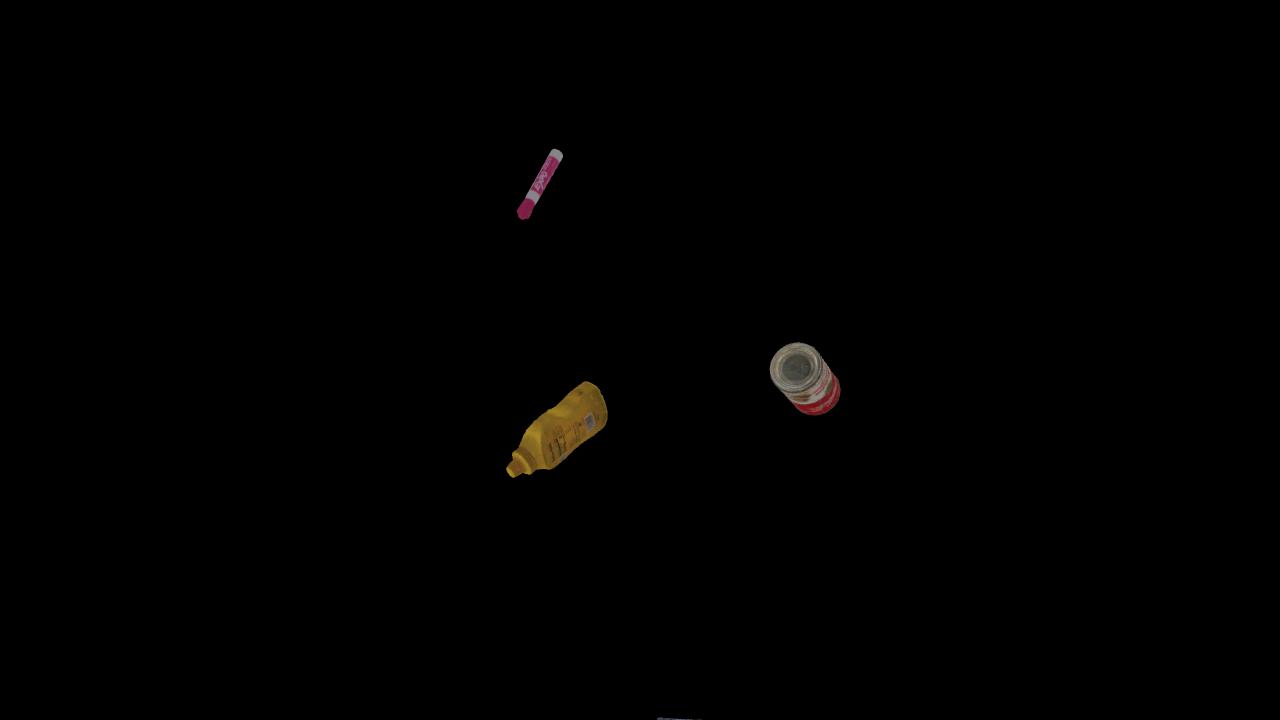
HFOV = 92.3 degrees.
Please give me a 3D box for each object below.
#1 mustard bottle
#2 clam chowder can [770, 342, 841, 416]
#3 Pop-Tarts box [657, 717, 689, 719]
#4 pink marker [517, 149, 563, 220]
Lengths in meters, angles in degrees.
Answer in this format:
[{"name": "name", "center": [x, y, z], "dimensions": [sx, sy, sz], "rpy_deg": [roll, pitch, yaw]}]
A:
[{"name": "mustard bottle", "center": [-0.128, 0.116, 0.932], "dimensions": [0.054, 0.092, 0.184], "rpy_deg": [28, 49, 30]}, {"name": "clam chowder can", "center": [0.213, 0.025, 0.792], "dimensions": [0.068, 0.068, 0.102], "rpy_deg": [0, -20, 31]}, {"name": "Pop-Tarts box", "center": [0.110, 0.299, 0.420], "dimensions": [0.141, 0.083, 0.167], "rpy_deg": [-17, -38, 28]}, {"name": "pink marker", "center": [-0.139, -0.242, 0.850], "dimensions": [0.020, 0.121, 0.020], "rpy_deg": [19, -24, 9]}]
